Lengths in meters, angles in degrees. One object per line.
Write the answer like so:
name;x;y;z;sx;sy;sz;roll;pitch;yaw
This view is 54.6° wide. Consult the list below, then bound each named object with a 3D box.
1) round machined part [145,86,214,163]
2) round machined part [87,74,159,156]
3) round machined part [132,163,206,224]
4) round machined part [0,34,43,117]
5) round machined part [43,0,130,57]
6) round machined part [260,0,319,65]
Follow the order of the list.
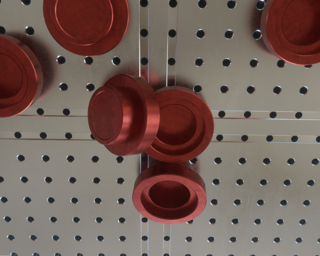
round machined part;0.018;-0.007;0.402;0.099;0.042;0.097;0;110;0
round machined part;-0.050;-0.015;0.368;0.042;0.098;0.097;-3;118;-46
round machined part;0.013;0.084;0.427;0.098;0.042;0.097;2;125;3
round machined part;-0.192;-0.065;0.379;0.099;0.042;0.097;0;110;0
round machined part;-0.085;-0.131;0.355;0.099;0.042;0.097;0;110;0
round machined part;0.165;-0.125;0.359;0.099;0.042;0.097;0;110;0
